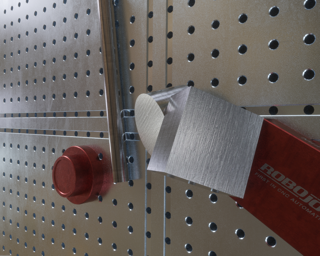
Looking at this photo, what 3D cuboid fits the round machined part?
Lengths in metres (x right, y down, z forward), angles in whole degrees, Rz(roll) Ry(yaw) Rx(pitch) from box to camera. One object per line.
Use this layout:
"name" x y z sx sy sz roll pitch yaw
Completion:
"round machined part" -0.143 0.079 0.516 0.098 0.042 0.097 0 90 40

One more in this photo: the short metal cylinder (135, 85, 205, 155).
"short metal cylinder" 0.011 -0.007 0.364 0.080 0.050 0.079 40 139 47

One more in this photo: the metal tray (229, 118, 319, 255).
"metal tray" 0.133 0.059 0.296 0.130 0.030 0.089 38 113 33

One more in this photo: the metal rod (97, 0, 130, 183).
"metal rod" -0.072 -0.069 0.468 0.025 0.025 0.298 -9 84 39

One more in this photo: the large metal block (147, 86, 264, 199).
"large metal block" 0.044 0.016 0.301 0.050 0.080 0.080 -15 56 70
